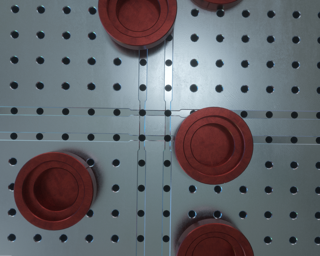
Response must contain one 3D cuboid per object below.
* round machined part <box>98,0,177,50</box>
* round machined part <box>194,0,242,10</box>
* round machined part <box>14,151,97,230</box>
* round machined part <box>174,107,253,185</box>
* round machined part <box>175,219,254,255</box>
[{"bbox_3d":[-0.028,-0.150,0.404,0.099,0.042,0.097,0,90,-1],"label":"round machined part"},{"bbox_3d":[0.080,-0.211,0.406,0.099,0.042,0.097,0,90,-1],"label":"round machined part"},{"bbox_3d":[-0.132,0.078,0.403,0.099,0.042,0.097,0,90,-1],"label":"round machined part"},{"bbox_3d":[0.067,0.022,0.406,0.099,0.042,0.097,0,90,-1],"label":"round machined part"},{"bbox_3d":[0.069,0.167,0.406,0.099,0.042,0.097,0,90,-1],"label":"round machined part"}]
